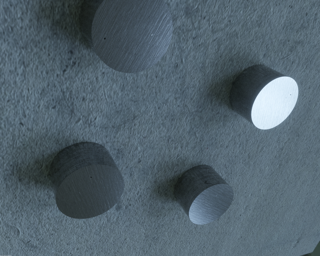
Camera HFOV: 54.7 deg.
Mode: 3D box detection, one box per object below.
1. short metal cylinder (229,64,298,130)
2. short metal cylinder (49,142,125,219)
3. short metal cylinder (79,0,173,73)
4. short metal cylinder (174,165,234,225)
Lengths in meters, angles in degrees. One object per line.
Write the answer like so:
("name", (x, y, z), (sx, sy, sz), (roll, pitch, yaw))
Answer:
("short metal cylinder", (0.148, -0.045, 0.443), (0.081, 0.050, 0.079), (-14, 124, -21))
("short metal cylinder", (-0.090, 0.064, 0.381), (0.081, 0.050, 0.079), (-14, 124, -21))
("short metal cylinder", (-0.035, -0.101, 0.309), (0.081, 0.050, 0.079), (-14, 124, -21))
("short metal cylinder", (0.069, 0.106, 0.494), (0.081, 0.050, 0.079), (-14, 124, -21))
